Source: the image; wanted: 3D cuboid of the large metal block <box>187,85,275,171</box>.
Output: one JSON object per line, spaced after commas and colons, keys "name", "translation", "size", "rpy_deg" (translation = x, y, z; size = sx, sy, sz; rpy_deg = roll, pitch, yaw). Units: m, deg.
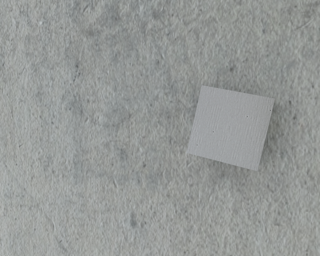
{"name": "large metal block", "translation": [0.085, -0.001, 0.366], "size": [0.080, 0.050, 0.079], "rpy_deg": [14, 95, 19]}
